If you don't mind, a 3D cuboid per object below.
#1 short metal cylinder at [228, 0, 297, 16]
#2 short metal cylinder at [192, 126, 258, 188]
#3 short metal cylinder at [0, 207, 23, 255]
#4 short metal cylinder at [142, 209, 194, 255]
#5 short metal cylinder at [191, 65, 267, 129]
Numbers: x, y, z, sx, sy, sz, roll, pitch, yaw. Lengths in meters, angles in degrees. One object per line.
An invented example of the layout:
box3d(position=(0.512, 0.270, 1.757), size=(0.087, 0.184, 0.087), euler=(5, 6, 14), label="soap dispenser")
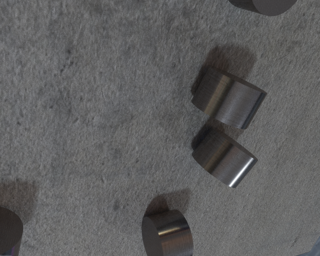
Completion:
box3d(position=(0.119, -0.173, 0.351), size=(0.081, 0.050, 0.079), euler=(-14, 125, -21), label="short metal cylinder")
box3d(position=(0.094, 0.041, 0.450), size=(0.080, 0.080, 0.050), euler=(28, 103, -38), label="short metal cylinder")
box3d(position=(-0.199, 0.132, 0.344), size=(0.081, 0.080, 0.050), euler=(5, 116, -31), label="short metal cylinder")
box3d(position=(0.010, 0.173, 0.486), size=(0.050, 0.080, 0.079), euler=(-8, 122, -25), label="short metal cylinder")
box3d(position=(0.088, -0.040, 0.396), size=(0.081, 0.080, 0.050), euler=(13, 112, -34), label="short metal cylinder")
